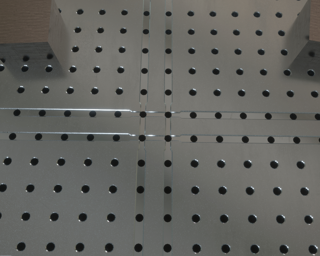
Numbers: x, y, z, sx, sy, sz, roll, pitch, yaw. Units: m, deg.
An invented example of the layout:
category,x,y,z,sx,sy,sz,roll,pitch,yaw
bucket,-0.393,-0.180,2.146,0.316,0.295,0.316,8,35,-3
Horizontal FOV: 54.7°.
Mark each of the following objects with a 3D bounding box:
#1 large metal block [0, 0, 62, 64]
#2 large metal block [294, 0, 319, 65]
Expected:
category,x,y,z,sx,sy,sz,roll,pitch,yaw
large metal block,-0.192,-0.142,0.448,0.081,0.050,0.080,-3,70,-2
large metal block,0.249,-0.140,0.453,0.080,0.050,0.080,11,70,3
